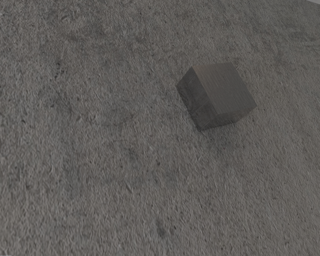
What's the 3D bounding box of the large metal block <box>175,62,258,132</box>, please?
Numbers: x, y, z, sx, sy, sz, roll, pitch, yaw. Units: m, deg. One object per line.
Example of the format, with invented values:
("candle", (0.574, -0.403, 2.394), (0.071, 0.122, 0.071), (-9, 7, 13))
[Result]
("large metal block", (0.083, -0.048, 0.461), (0.081, 0.050, 0.080), (-12, 68, -33))
